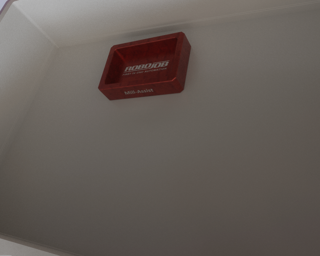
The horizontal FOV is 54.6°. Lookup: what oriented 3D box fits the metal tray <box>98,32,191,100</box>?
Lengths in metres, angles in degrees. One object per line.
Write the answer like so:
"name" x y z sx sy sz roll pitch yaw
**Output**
"metal tray" -0.024 -0.093 0.472 0.130 0.030 0.090 -3 60 26
